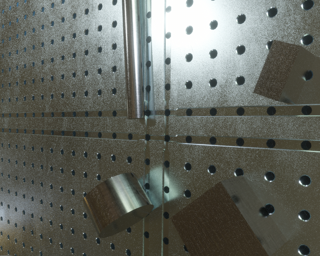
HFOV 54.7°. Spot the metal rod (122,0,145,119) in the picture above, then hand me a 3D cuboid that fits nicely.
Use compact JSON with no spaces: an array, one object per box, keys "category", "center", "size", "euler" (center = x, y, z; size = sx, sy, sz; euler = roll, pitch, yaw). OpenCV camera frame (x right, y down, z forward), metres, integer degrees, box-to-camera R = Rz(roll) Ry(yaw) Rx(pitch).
[{"category":"metal rod","center":[-0.041,-0.162,0.440],"size":[0.025,0.025,0.298],"euler":[-5,87,39]}]

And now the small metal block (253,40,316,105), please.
[{"category":"small metal block","center":[0.119,-0.051,0.294],"size":[0.025,0.050,0.050],"euler":[28,108,36]}]

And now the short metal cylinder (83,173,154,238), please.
[{"category":"short metal cylinder","center":[-0.056,0.104,0.417],"size":[0.080,0.081,0.050],"euler":[-48,62,29]}]

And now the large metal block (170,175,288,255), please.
[{"category":"large metal block","center":[0.071,0.109,0.333],"size":[0.080,0.050,0.080],"euler":[-45,63,30]}]
